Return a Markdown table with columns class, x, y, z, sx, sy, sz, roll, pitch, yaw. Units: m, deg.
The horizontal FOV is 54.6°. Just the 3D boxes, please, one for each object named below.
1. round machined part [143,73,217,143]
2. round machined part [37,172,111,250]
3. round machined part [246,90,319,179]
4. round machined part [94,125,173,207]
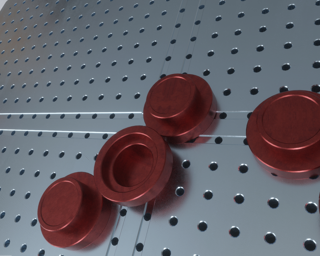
| class | x | y | z | sx | sy | sz | roll | pitch | yaw |
| --- | --- | --- | --- | --- | --- | --- | --- | --- | --- |
| round machined part | 0.021 | -0.032 | 0.407 | 0.098 | 0.042 | 0.098 | -13 | 56 | 21 |
| round machined part | -0.115 | 0.101 | 0.397 | 0.098 | 0.042 | 0.098 | -13 | 56 | 21 |
| round machined part | 0.140 | 0.000 | 0.324 | 0.098 | 0.042 | 0.098 | -13 | 56 | 21 |
| round machined part | -0.029 | 0.049 | 0.383 | 0.098 | 0.042 | 0.098 | -13 | 56 | 21 |
